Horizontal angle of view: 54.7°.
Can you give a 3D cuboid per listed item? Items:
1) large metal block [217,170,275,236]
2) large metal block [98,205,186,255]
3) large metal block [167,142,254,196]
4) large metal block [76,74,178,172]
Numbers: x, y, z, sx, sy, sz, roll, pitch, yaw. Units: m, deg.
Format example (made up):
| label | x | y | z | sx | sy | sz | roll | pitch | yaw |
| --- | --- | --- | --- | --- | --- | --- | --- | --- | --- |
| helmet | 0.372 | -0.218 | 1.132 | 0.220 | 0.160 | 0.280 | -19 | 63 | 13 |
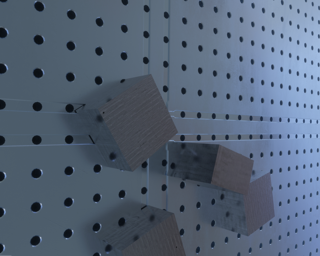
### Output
| label | x | y | z | sx | sy | sz | roll | pitch | yaw |
| --- | --- | --- | --- | --- | --- | --- | --- | --- | --- |
| large metal block | 0.144 | 0.120 | 0.517 | 0.081 | 0.050 | 0.079 | -15 | 100 | -39 |
| large metal block | -0.018 | 0.155 | 0.380 | 0.081 | 0.050 | 0.080 | -25 | 106 | -38 |
| large metal block | 0.071 | 0.056 | 0.436 | 0.080 | 0.080 | 0.050 | 24 | 75 | -38 |
| large metal block | -0.036 | -0.007 | 0.364 | 0.080 | 0.050 | 0.080 | -39 | 114 | -33 |
